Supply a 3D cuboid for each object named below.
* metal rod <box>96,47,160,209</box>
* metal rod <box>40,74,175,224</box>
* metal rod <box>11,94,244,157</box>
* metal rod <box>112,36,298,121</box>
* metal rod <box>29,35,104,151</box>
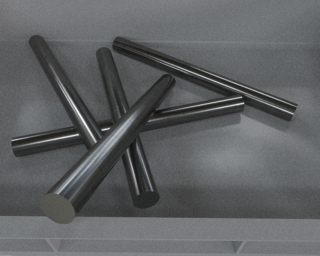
[{"bbox_3d":[-0.052,-0.027,0.395,0.025,0.025,0.300,-12,42,-10],"label":"metal rod"},{"bbox_3d":[-0.028,-0.008,0.334,0.025,0.025,0.301,13,27,10],"label":"metal rod"},{"bbox_3d":[-0.033,-0.006,0.409,0.302,0.025,0.025,-11,51,-10],"label":"metal rod"},{"bbox_3d":[0.056,-0.082,0.474,0.301,0.025,0.025,25,54,19],"label":"metal rod"},{"bbox_3d":[-0.135,-0.058,0.429,0.025,0.025,0.300,-24,48,-19],"label":"metal rod"}]
